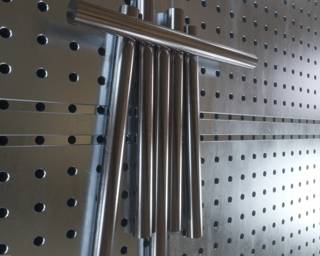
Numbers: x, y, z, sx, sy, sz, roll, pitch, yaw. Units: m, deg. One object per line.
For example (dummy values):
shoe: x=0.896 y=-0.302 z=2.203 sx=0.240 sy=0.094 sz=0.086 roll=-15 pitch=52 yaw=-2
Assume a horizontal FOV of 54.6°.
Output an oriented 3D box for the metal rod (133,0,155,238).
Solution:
metal rod: x=-0.020 y=-0.014 z=0.391 sx=0.025 sy=0.025 sz=0.298 roll=1 pitch=90 yaw=-40

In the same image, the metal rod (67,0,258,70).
metal rod: x=0.030 y=-0.110 z=0.400 sx=0.302 sy=0.025 sz=0.025 roll=2 pitch=89 yaw=-40

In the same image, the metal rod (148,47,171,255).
metal rod: x=-0.001 y=0.042 z=0.407 sx=0.025 sy=0.025 sz=0.298 roll=1 pitch=90 yaw=-40

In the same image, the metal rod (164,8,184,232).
metal rod: x=0.019 y=-0.011 z=0.425 sx=0.025 sy=0.025 sz=0.298 roll=1 pitch=89 yaw=-40

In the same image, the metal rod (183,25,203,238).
metal rod: x=0.045 y=0.007 z=0.446 sx=0.025 sy=0.025 sz=0.298 roll=-3 pitch=92 yaw=-40

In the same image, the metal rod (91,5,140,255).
metal rod: x=-0.052 y=0.005 z=0.363 sx=0.025 sy=0.025 sz=0.299 roll=10 pitch=84 yaw=-40
